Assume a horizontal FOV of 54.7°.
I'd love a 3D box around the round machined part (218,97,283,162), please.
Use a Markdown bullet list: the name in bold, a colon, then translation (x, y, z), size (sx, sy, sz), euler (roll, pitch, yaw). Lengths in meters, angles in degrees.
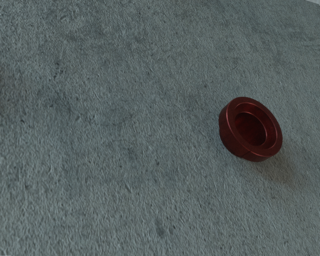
- **round machined part**: translation (0.128, 0.006, 0.458), size (0.099, 0.042, 0.098), euler (14, 56, -21)
